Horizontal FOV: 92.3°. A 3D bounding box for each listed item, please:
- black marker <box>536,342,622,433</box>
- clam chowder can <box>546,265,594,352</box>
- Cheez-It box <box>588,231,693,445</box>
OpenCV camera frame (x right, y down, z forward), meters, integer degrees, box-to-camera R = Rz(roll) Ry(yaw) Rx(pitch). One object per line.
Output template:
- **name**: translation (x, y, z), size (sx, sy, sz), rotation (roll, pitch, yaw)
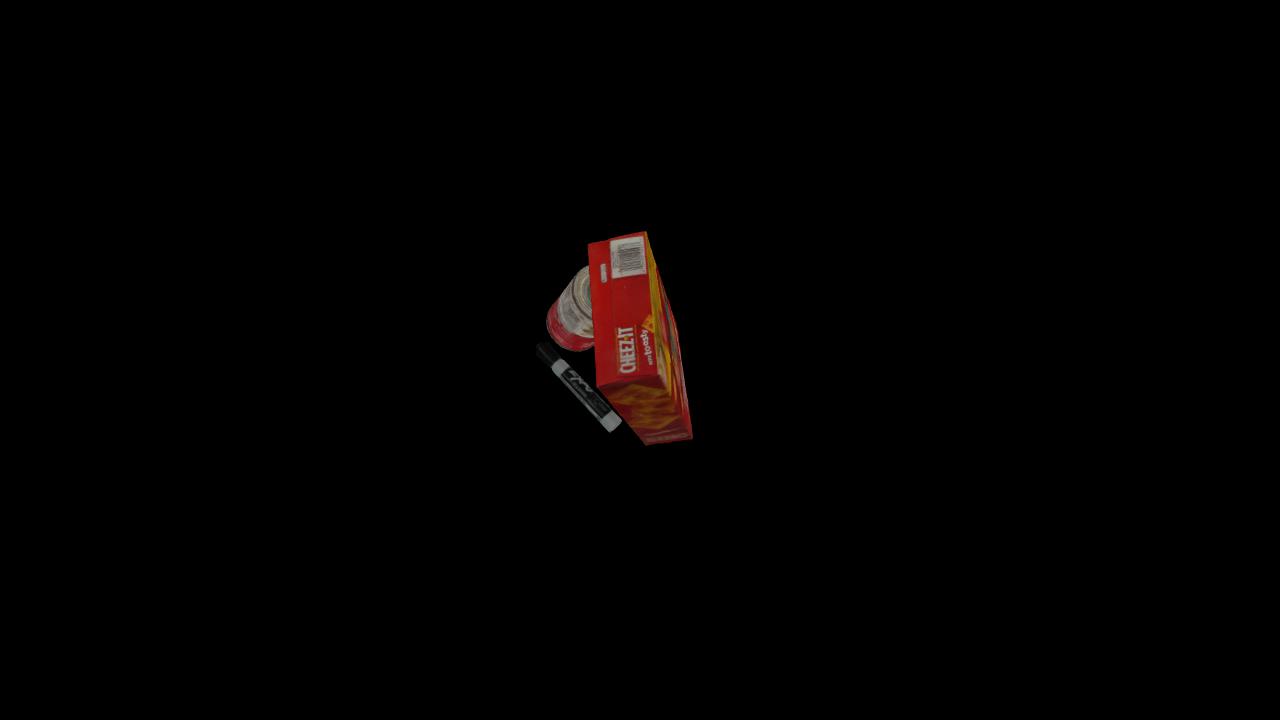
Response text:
- **black marker**: translation (-0.066, 0.026, 0.646), size (0.020, 0.121, 0.020), rotation (-43, -8, -8)
- **clam chowder can**: translation (-0.057, -0.056, 0.670), size (0.068, 0.068, 0.102), rotation (0, -16, -23)
- **Cheez-It box**: translation (0.005, -0.013, 0.696), size (0.071, 0.166, 0.223), rotation (-10, -24, 9)
